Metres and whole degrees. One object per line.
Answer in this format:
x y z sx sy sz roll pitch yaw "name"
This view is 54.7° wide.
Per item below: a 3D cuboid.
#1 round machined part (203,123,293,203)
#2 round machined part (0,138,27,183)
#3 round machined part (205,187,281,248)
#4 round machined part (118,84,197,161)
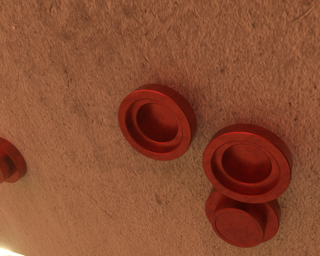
0.103 0.037 0.364 0.098 0.042 0.097 13 124 21 "round machined part"
-0.315 0.069 0.605 0.098 0.042 0.097 13 124 21 "round machined part"
0.107 0.120 0.413 0.098 0.042 0.097 13 124 21 "round machined part"
0.000 -0.011 0.389 0.098 0.042 0.097 13 124 21 "round machined part"
